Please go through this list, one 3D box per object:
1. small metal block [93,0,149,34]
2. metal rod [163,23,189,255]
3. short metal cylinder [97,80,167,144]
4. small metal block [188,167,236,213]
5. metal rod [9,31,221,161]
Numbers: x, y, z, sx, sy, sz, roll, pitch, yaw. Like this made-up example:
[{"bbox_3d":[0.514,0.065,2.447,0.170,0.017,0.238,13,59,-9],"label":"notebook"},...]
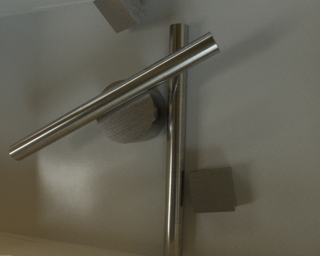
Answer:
[{"bbox_3d":[-0.051,-0.157,0.403,0.050,0.050,0.025,1,47,51],"label":"small metal block"},{"bbox_3d":[0.021,0.018,0.402,0.025,0.025,0.298,2,91,19],"label":"metal rod"},{"bbox_3d":[-0.036,-0.021,0.409,0.080,0.050,0.079,0,90,19],"label":"short metal cylinder"},{"bbox_3d":[0.066,0.077,0.387,0.050,0.025,0.050,-8,87,19],"label":"small metal block"},{"bbox_3d":[-0.068,-0.030,0.380,0.300,0.025,0.025,-26,82,17],"label":"metal rod"}]
